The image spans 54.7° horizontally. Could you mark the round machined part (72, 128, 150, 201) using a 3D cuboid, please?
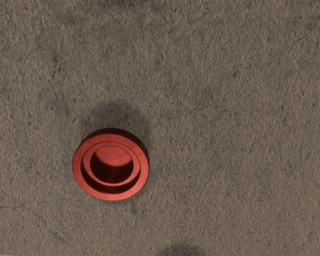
[{"bbox_3d":[-0.063,0.045,0.416,0.099,0.042,0.097,0,110,-1],"label":"round machined part"}]
